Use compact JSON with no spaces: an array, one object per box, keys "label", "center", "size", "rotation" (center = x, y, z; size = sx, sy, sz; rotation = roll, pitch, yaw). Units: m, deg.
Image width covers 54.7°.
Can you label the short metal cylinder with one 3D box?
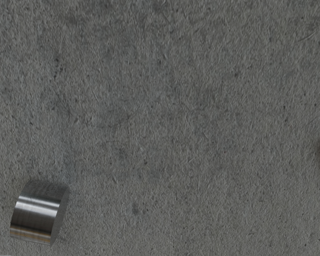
[{"label":"short metal cylinder","center":[-0.160,0.114,0.421],"size":[0.050,0.080,0.079],"rotation":[14,110,-5]}]
